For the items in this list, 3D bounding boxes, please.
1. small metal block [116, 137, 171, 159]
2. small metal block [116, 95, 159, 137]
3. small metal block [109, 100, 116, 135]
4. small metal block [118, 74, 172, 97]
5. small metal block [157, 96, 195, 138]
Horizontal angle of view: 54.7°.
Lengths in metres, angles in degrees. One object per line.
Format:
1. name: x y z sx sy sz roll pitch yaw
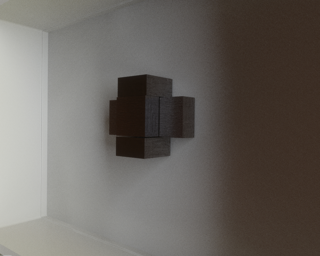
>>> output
1. small metal block: -0.022 0.024 0.404 0.050 0.050 0.025 1 91 40
2. small metal block: -0.029 -0.015 0.395 0.050 0.025 0.050 1 91 39
3. small metal block: -0.046 -0.015 0.442 0.050 0.025 0.050 1 91 40
4. small metal block: -0.019 -0.052 0.404 0.050 0.050 0.025 1 91 40
5. small metal block: 0.016 -0.013 0.392 0.050 0.025 0.050 1 91 39
